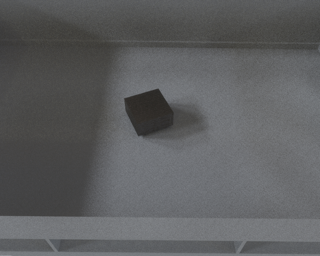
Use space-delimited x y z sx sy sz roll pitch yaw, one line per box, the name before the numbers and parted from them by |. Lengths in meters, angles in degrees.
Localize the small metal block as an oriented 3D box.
small metal block | -0.015 -0.022 0.419 0.050 0.025 0.050 -18 53 -15
